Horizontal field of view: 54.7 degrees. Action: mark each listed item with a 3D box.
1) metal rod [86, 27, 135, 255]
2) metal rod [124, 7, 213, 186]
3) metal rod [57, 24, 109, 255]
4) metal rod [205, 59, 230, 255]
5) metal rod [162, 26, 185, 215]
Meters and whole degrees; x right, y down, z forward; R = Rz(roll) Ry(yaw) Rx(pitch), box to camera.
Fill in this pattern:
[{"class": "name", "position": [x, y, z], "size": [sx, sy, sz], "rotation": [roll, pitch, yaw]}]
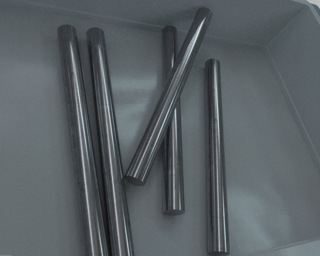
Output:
[{"class": "metal rod", "position": [-0.064, -0.001, 0.371], "size": [0.025, 0.025, 0.299], "rotation": [3, 61, -27]}, {"class": "metal rod", "position": [0.021, -0.061, 0.420], "size": [0.025, 0.025, 0.300], "rotation": [29, 60, -10]}, {"class": "metal rod", "position": [-0.092, 0.002, 0.354], "size": [0.025, 0.025, 0.299], "rotation": [0, 62, -28]}, {"class": "metal rod", "position": [0.077, 0.018, 0.435], "size": [0.025, 0.025, 0.300], "rotation": [17, 55, -19]}, {"class": "metal rod", "position": [0.016, -0.031, 0.432], "size": [0.025, 0.025, 0.299], "rotation": [14, 56, -21]}]
